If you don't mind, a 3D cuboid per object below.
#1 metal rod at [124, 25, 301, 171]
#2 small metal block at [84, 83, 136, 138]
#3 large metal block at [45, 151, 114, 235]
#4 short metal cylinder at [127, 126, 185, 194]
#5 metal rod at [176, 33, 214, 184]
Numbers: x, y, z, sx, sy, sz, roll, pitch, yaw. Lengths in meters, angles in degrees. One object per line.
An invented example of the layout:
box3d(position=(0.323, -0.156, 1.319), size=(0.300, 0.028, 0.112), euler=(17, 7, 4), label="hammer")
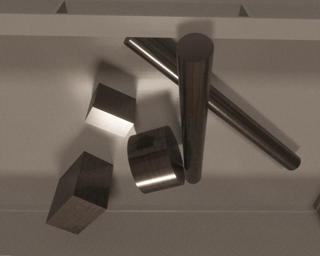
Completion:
box3d(position=(0.083, -0.023, 0.390), size=(0.301, 0.025, 0.025), euler=(33, 122, -26), label="metal rod")
box3d(position=(-0.058, -0.022, 0.373), size=(0.050, 0.050, 0.025), euler=(23, 126, -19), label="small metal block")
box3d(position=(-0.115, 0.095, 0.452), size=(0.050, 0.080, 0.080), euler=(31, 123, -24), label="large metal block")
box3d(position=(-0.003, 0.042, 0.409), size=(0.050, 0.080, 0.080), euler=(-16, 129, 13), label="short metal cylinder")
box3d(position=(0.037, 0.010, 0.341), size=(0.025, 0.025, 0.299), euler=(-5, 154, 4), label="metal rod")
